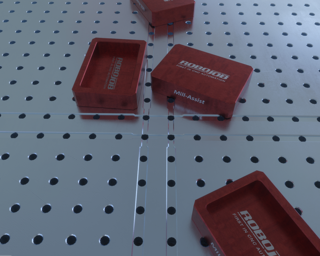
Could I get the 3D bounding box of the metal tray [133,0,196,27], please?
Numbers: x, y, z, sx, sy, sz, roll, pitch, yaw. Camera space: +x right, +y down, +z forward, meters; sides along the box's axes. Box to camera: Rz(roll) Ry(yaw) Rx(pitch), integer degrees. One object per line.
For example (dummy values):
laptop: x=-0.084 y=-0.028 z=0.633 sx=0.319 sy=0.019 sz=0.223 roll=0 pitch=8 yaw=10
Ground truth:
metal tray: x=0.002 y=-0.258 z=0.622 sx=0.091 sy=0.030 sz=0.130 roll=-19 pitch=53 yaw=-16

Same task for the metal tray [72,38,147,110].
metal tray: x=-0.072 y=-0.087 z=0.477 sx=0.090 sy=0.030 sz=0.130 roll=4 pitch=50 yaw=3

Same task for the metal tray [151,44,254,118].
metal tray: x=0.063 y=-0.075 z=0.468 sx=0.130 sy=0.030 sz=0.090 roll=22 pitch=53 yaw=17

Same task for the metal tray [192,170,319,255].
metal tray: x=0.102 y=0.114 z=0.308 sx=0.091 sy=0.030 sz=0.130 roll=-21 pitch=53 yaw=-17
